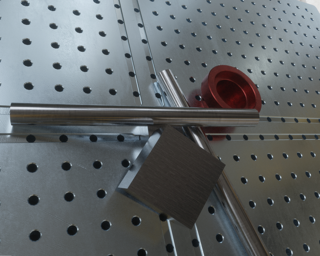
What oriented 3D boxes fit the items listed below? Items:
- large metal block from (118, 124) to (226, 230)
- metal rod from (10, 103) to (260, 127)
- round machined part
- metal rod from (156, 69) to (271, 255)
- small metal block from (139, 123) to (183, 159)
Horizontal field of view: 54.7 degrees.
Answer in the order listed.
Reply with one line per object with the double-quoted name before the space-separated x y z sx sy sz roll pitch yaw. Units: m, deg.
"large metal block" 0.013 0.054 0.348 0.080 0.050 0.080 35 72 -10
"metal rod" -0.015 -0.014 0.378 0.303 0.025 0.025 0 61 -18
"round machined part" 0.106 -0.047 0.486 0.099 0.042 0.098 14 56 -21
"metal rod" 0.069 0.048 0.417 0.025 0.025 0.299 -14 69 -34
"small metal block" 0.003 0.013 0.403 0.050 0.025 0.050 6 59 -26
